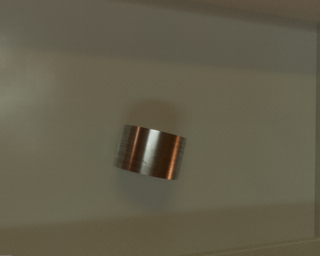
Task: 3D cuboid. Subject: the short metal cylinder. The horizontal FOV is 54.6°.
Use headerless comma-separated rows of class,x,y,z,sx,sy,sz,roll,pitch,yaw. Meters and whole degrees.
short metal cylinder,-0.012,0.029,0.377,0.081,0.080,0.050,14,86,-20
